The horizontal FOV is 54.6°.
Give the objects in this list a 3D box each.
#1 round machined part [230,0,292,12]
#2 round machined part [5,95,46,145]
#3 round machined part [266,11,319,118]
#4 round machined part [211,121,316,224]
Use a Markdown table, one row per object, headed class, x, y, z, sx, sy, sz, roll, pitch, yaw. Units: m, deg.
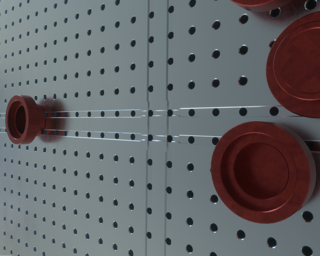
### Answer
| class | x | y | z | sx | sy | sz | roll | pitch | yaw |
| --- | --- | --- | --- | --- | --- | --- | --- | --- | --- |
| round machined part | 0.110 | -0.165 | 0.308 | 0.098 | 0.042 | 0.097 | 0 | 90 | 40 |
| round machined part | -0.267 | -0.016 | 0.621 | 0.098 | 0.042 | 0.097 | 0 | 90 | 40 |
| round machined part | 0.143 | -0.058 | 0.280 | 0.098 | 0.042 | 0.097 | 0 | 90 | 40 |
| round machined part | 0.104 | 0.042 | 0.313 | 0.098 | 0.042 | 0.097 | 0 | 90 | 40 |
